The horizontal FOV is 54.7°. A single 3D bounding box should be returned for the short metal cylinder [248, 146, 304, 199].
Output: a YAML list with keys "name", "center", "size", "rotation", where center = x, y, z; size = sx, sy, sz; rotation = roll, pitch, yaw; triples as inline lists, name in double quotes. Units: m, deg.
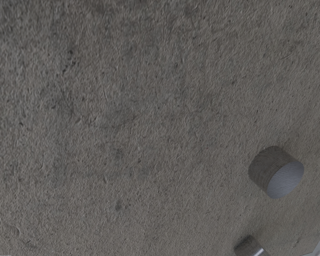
- name: "short metal cylinder"
  center: [0.206, 0.079, 0.552]
  size: [0.081, 0.050, 0.079]
  rotation: [-14, 124, -21]

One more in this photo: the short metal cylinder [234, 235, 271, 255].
- name: "short metal cylinder"
  center: [0.203, 0.274, 0.651]
  size: [0.050, 0.080, 0.080]
  rotation: [-43, 129, 1]
